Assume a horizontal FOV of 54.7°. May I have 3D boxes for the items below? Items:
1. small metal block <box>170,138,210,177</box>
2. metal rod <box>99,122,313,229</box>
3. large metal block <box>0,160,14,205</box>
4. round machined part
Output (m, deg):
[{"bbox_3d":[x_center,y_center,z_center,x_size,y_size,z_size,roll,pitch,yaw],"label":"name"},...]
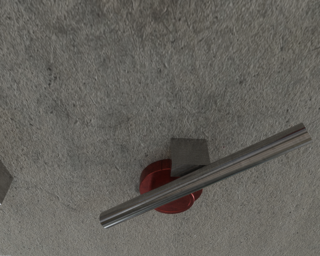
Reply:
[{"bbox_3d":[0.040,0.040,0.425,0.050,0.050,0.025,2,130,-2],"label":"small metal block"},{"bbox_3d":[0.042,0.070,0.401,0.300,0.025,0.025,-28,125,22],"label":"metal rod"},{"bbox_3d":[-0.277,0.071,0.448,0.080,0.050,0.080,-7,130,6],"label":"large metal block"},{"bbox_3d":[0.017,0.096,0.478,0.099,0.042,0.097,0,130,0],"label":"round machined part"}]
